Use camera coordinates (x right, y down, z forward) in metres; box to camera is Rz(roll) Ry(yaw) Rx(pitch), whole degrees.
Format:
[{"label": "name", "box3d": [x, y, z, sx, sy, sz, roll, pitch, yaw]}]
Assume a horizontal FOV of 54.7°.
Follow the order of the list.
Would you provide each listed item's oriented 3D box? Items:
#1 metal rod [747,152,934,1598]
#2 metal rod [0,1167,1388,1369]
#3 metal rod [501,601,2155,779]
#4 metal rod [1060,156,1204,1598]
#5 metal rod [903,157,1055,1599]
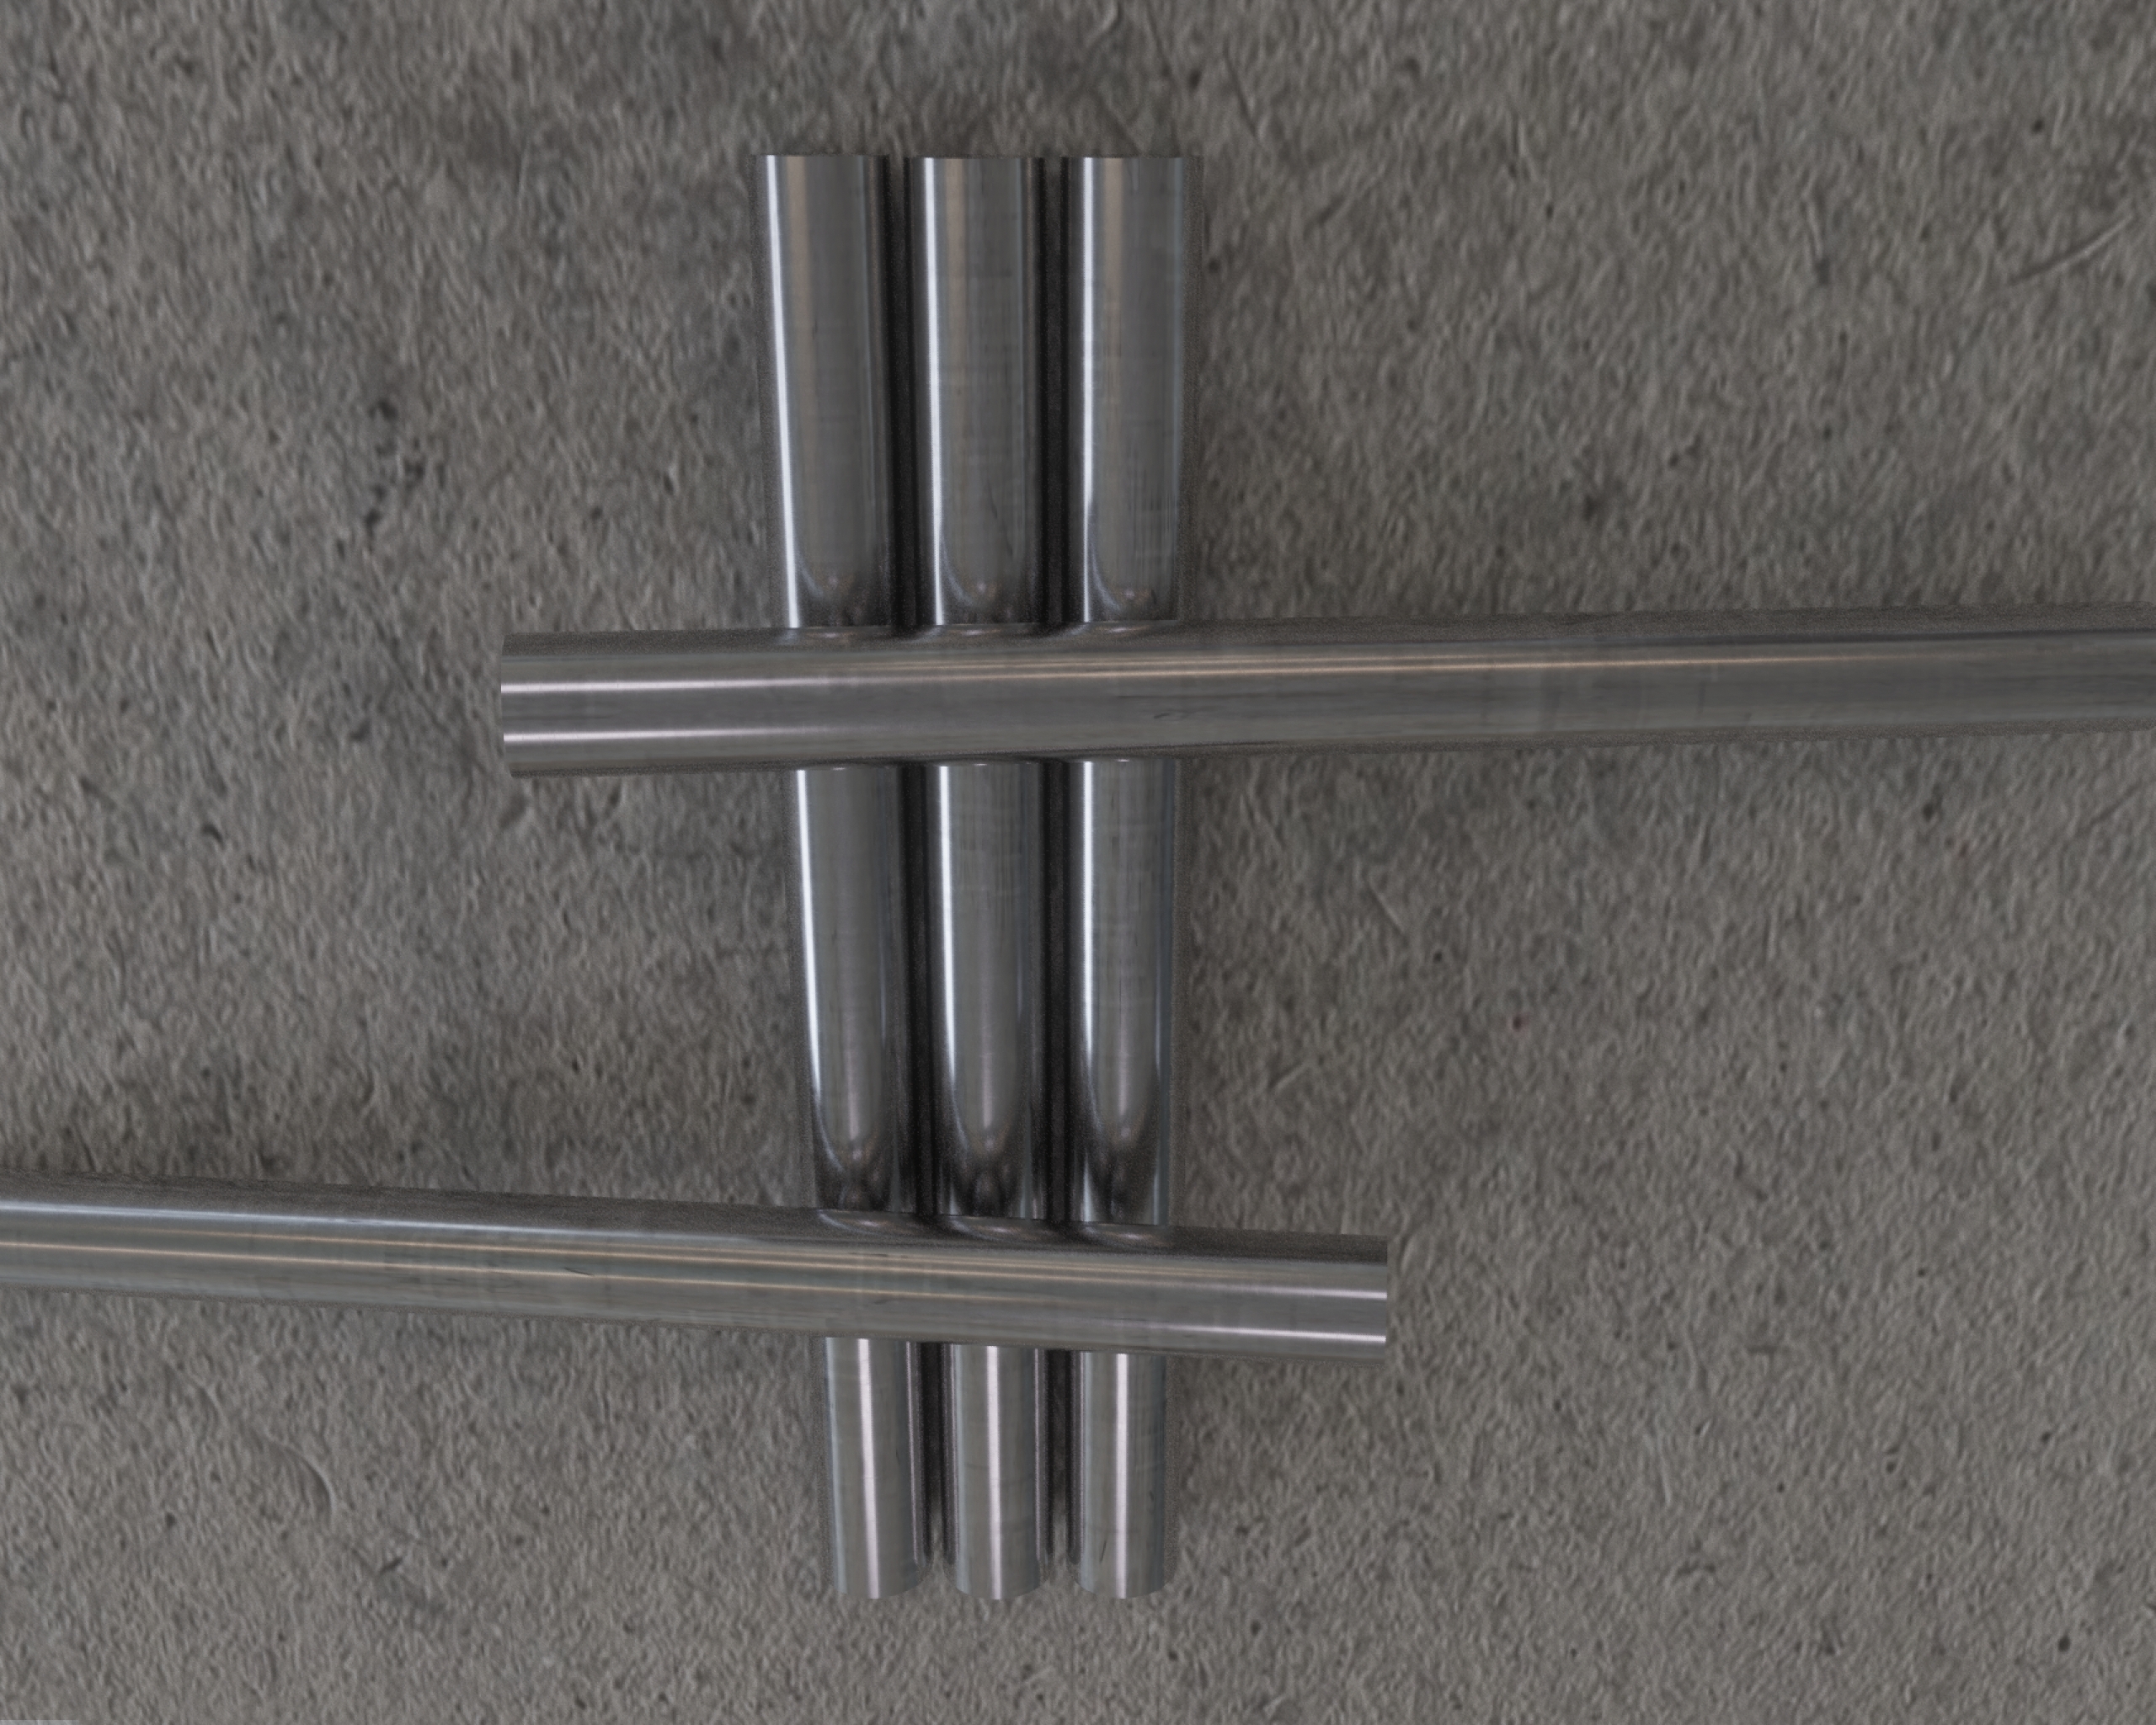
[{"label": "metal rod", "box3d": [-0.045, 0.016, 0.415, 0.025, 0.025, 0.298, 0, 110, 0]}, {"label": "metal rod", "box3d": [-0.091, 0.080, 0.416, 0.302, 0.025, 0.025, 2, 110, 7]}, {"label": "metal rod", "box3d": [0.053, -0.032, 0.376, 0.302, 0.025, 0.025, -2, 110, -8]}, {"label": "metal rod", "box3d": [0.010, 0.017, 0.415, 0.025, 0.025, 0.298, 0, 110, 0]}, {"label": "metal rod", "box3d": [-0.018, 0.017, 0.415, 0.025, 0.025, 0.298, 0, 110, 0]}]
